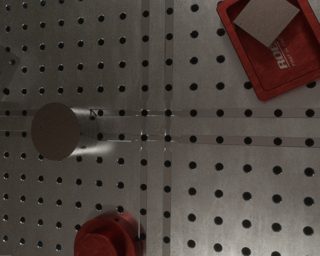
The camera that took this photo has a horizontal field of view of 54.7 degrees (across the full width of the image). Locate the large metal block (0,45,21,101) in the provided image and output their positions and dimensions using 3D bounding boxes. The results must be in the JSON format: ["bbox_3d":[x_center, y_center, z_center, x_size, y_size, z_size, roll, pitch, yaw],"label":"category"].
[{"bbox_3d":[-0.286,-0.099,0.498,0.080,0.050,0.080,33,101,16],"label":"large metal block"}]

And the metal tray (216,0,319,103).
[{"bbox_3d":[0.134,-0.105,0.362,0.090,0.030,0.129,-25,82,18],"label":"metal tray"}]

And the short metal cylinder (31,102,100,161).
[{"bbox_3d":[-0.135,0.005,0.445,0.080,0.050,0.079,0,90,19],"label":"short metal cylinder"}]

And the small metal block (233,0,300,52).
[{"bbox_3d":[0.122,-0.124,0.356,0.050,0.025,0.050,43,103,14],"label":"small metal block"}]

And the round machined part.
[{"bbox_3d":[-0.079,0.174,0.430,0.098,0.042,0.097,0,90,19],"label":"round machined part"}]
